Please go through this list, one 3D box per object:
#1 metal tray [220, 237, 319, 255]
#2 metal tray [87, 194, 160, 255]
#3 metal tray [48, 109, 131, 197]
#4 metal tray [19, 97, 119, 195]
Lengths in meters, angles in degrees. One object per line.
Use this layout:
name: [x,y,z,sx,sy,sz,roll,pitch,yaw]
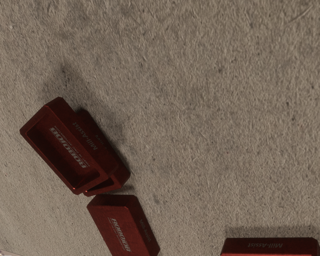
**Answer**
metal tray: [0.164,0.200,0.440,0.130,0.030,0.090,-14,112,33]
metal tray: [-0.063,0.177,0.545,0.090,0.030,0.129,-7,115,30]
metal tray: [-0.117,0.044,0.489,0.090,0.030,0.130,-22,107,35]
metal tray: [-0.133,0.030,0.449,0.090,0.030,0.130,-31,101,37]
